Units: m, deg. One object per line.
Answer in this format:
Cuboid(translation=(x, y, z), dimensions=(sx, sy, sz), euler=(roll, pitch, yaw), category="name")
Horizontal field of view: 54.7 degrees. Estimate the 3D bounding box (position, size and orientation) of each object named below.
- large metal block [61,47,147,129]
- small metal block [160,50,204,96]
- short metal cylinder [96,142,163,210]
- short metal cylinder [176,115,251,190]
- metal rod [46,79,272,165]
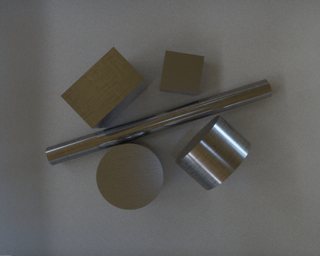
Cuboid(translation=(-0.063, -0.045, 0.382), dimensions=(0.080, 0.080, 0.050), euler=(-43, 91, 0), category="large metal block")
Cuboid(translation=(0.028, -0.072, 0.410), dimensions=(0.050, 0.025, 0.050), euler=(9, 90, -1), category="small metal block")
Cuboid(translation=(-0.036, 0.058, 0.396), dimensions=(0.081, 0.050, 0.079), euler=(0, 90, -1), category="short metal cylinder")
Cuboid(translation=(0.065, 0.030, 0.384), dimensions=(0.050, 0.080, 0.080), euler=(43, 90, -1), category="short metal cylinder")
Cuboid(translation=(-0.001, -0.008, 0.410), dimensions=(0.302, 0.025, 0.025), euler=(-17, 90, -1), category="metal rod")
